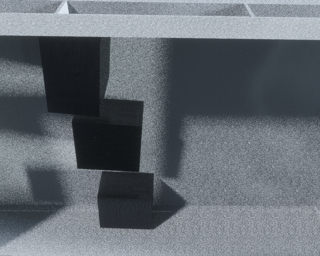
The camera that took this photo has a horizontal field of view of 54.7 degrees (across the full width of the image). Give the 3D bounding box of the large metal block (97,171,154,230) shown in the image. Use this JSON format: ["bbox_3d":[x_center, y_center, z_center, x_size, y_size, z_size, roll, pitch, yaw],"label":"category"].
[{"bbox_3d":[-0.053,0.115,0.490,0.081,0.050,0.079,3,130,-3],"label":"large metal block"}]

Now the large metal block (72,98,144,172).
[{"bbox_3d":[-0.064,0.009,0.400,0.081,0.050,0.079,4,130,-4],"label":"large metal block"}]

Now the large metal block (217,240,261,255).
[{"bbox_3d":[0.160,0.274,0.630,0.080,0.050,0.080,-5,130,4],"label":"large metal block"}]

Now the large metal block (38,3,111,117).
[{"bbox_3d":[-0.081,-0.069,0.313,0.050,0.080,0.079,6,130,-5],"label":"large metal block"}]
